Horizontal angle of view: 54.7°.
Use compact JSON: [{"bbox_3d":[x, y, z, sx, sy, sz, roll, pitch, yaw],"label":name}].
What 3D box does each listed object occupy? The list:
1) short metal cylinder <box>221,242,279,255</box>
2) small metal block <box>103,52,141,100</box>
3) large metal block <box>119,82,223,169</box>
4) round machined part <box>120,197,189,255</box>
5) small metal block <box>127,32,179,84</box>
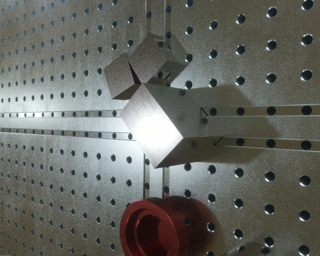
[{"bbox_3d":[0.090,0.165,0.318,0.080,0.050,0.079,0,90,39],"label":"short metal cylinder"},{"bbox_3d":[-0.051,-0.074,0.449,0.050,0.025,0.050,-27,73,36],"label":"small metal block"},{"bbox_3d":[0.013,-0.003,0.361,0.050,0.081,0.080,-50,61,28],"label":"large metal block"},{"bbox_3d":[-0.003,0.138,0.399,0.098,0.042,0.097,0,90,39],"label":"round machined part"},{"bbox_3d":[-0.010,-0.090,0.416,0.050,0.025,0.050,-44,64,30],"label":"small metal block"}]
